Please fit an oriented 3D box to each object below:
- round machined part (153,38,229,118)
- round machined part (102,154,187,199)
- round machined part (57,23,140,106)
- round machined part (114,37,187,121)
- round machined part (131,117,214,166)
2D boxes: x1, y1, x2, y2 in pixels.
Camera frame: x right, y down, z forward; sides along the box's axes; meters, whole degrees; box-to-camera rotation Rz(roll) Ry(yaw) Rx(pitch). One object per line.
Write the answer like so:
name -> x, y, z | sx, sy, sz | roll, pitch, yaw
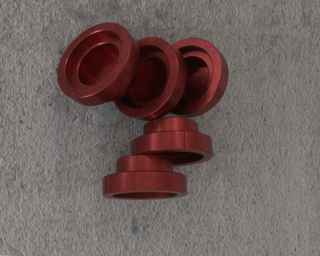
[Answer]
round machined part -> 0.041, -0.061, 0.395 | 0.042, 0.098, 0.098 | 18, 83, -55
round machined part -> -0.018, 0.059, 0.367 | 0.099, 0.098, 0.042 | 6, 70, -20
round machined part -> -0.065, -0.068, 0.356 | 0.098, 0.098, 0.042 | -62, 146, -10
round machined part -> -0.009, -0.056, 0.376 | 0.042, 0.098, 0.098 | 17, 83, -54
round machined part -> 0.014, 0.017, 0.378 | 0.099, 0.098, 0.042 | 5, 71, -20
